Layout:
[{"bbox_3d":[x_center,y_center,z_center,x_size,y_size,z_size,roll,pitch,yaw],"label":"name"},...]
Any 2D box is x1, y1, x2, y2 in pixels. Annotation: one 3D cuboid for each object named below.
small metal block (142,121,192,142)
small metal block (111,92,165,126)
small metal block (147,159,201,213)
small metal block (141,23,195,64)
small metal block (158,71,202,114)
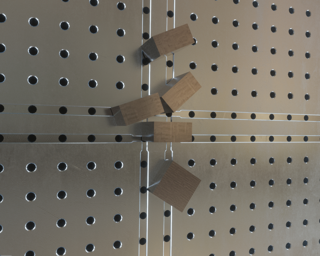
[{"bbox_3d":[0.008,0.005,0.402,0.050,0.050,0.025,1,90,-20],"label":"small metal block"},{"bbox_3d":[-0.029,-0.023,0.388,0.050,0.050,0.025,-21,97,-19],"label":"small metal block"},{"bbox_3d":[0.019,0.077,0.419,0.050,0.025,0.050,36,78,-17],"label":"small metal block"},{"bbox_3d":[0.009,-0.108,0.402,0.050,0.050,0.025,-26,99,-18],"label":"small metal block"},{"bbox_3d":[0.019,-0.045,0.406,0.050,0.050,0.025,-43,104,-15],"label":"small metal block"}]
